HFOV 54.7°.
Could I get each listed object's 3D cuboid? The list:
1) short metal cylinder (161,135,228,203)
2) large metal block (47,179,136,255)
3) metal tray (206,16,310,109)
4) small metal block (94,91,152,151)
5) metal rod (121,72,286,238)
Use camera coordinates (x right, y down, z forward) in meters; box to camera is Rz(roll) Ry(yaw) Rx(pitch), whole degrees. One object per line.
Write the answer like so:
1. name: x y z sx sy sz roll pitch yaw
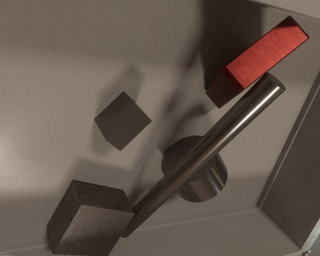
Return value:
1. short metal cylinder: 0.049 0.057 0.437 0.080 0.080 0.050 -36 130 -4
2. large metal block: -0.094 0.124 0.419 0.080 0.050 0.080 21 107 -36
3. metal tray: 0.106 -0.069 0.366 0.090 0.130 0.030 -38 86 -2
4. small metal block: -0.045 -0.009 0.364 0.050 0.050 0.025 -44 130 2
5. metal rod: 0.029 0.052 0.376 0.025 0.025 0.298 15 129 -35
